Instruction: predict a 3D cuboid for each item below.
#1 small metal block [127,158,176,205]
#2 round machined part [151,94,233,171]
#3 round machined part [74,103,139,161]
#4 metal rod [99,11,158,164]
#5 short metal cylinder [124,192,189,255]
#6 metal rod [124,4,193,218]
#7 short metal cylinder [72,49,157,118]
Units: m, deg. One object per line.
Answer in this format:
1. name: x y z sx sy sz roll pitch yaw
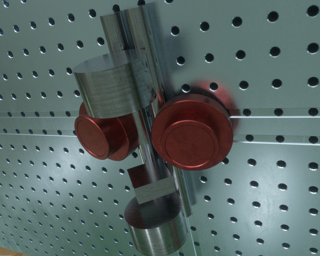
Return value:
1. small metal block: -0.013 0.070 0.415 0.050 0.050 0.025 -17 116 -10
2. round machined part: 0.037 0.012 0.371 0.098 0.042 0.097 4 118 9
3. round machined part: -0.080 0.005 0.430 0.098 0.042 0.097 24 132 30
4. metal rod: -0.026 -0.002 0.423 0.025 0.025 0.298 1 119 28
5. short metal cylinder: -0.004 0.129 0.430 0.080 0.080 0.050 1 119 28
6. metal rod: 0.005 -0.003 0.406 0.025 0.025 0.298 1 119 28
7. short metal cylinder: -0.048 -0.051 0.341 0.080 0.080 0.050 1 119 28
